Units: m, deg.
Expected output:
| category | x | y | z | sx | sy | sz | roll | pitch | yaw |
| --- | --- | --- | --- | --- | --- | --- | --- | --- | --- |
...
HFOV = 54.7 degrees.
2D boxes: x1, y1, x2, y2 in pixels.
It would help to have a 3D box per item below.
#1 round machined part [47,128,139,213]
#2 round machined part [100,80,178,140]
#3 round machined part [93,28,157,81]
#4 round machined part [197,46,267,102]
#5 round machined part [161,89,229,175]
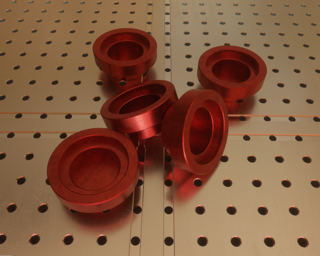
| category | x | y | z | sx | sy | sz | roll | pitch | yaw |
| --- | --- | --- | --- | --- | --- | --- | --- | --- | --- |
| round machined part | -0.072 | 0.051 | 0.352 | 0.099 | 0.042 | 0.098 | 0 | 52 | 0 |
| round machined part | -0.022 | -0.021 | 0.397 | 0.098 | 0.042 | 0.098 | -15 | 29 | 9 |
| round machined part | -0.054 | -0.113 | 0.491 | 0.099 | 0.042 | 0.098 | 0 | 50 | 0 |
| round machined part | 0.104 | -0.077 | 0.463 | 0.099 | 0.042 | 0.098 | 0 | 50 | 0 |
| round machined part | 0.039 | 0.003 | 0.365 | 0.042 | 0.098 | 0.098 | 8 | 46 | 39 |
